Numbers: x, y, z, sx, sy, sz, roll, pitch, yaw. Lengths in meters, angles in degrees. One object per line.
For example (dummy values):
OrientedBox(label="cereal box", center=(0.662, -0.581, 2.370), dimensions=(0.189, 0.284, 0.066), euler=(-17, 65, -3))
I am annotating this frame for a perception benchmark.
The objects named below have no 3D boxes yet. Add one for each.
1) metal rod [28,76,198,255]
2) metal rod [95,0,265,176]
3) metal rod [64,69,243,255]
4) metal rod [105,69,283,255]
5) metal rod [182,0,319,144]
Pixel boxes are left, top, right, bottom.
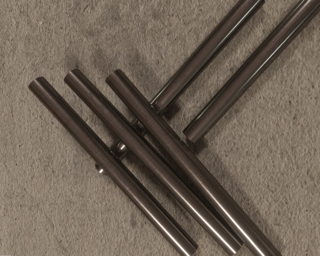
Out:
OrientedBox(label="metal rod", center=(-0.063, 0.049, 0.404), dimensions=(0.025, 0.025, 0.300), euler=(-44, 86, 14))
OrientedBox(label="metal rod", center=(0.017, -0.050, 0.402), dimensions=(0.025, 0.025, 0.299), euler=(46, 104, 14))
OrientedBox(label="metal rod", center=(-0.012, 0.038, 0.391), dimensions=(0.300, 0.025, 0.025), euler=(46, 104, 5))
OrientedBox(label="metal rod", center=(0.038, 0.047, 0.377), dimensions=(0.025, 0.025, 0.300), euler=(-42, 84, 15))
OrientedBox(label="metal rod", center=(0.134, -0.098, 0.361), dimensions=(0.025, 0.025, 0.299), euler=(44, 103, 14))
